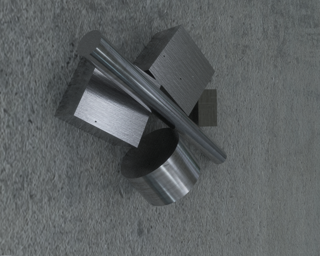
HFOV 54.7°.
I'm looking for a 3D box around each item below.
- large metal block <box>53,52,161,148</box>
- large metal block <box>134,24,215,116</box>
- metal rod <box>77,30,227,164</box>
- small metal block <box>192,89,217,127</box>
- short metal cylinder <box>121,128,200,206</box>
[{"bbox_3d":[-0.056,-0.032,0.343,0.080,0.050,0.080,31,71,-36],"label":"large metal block"},{"bbox_3d":[0.015,-0.071,0.399,0.080,0.050,0.080,47,62,-30],"label":"large metal block"},{"bbox_3d":[0.017,-0.012,0.367,0.301,0.025,0.025,37,66,-51],"label":"metal rod"},{"bbox_3d":[0.062,-0.027,0.438,0.025,0.050,0.050,-1,92,-4],"label":"small metal block"},{"bbox_3d":[0.001,0.045,0.370,0.080,0.080,0.050,-51,121,-27],"label":"short metal cylinder"}]
